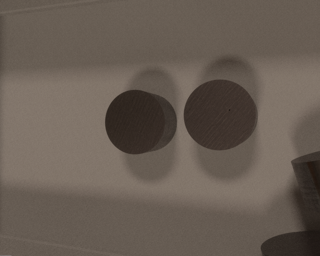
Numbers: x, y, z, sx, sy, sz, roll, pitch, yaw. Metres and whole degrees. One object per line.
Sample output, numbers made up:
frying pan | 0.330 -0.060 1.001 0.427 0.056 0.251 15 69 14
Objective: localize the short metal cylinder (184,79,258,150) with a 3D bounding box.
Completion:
short metal cylinder | 0.074 -0.015 0.371 0.080 0.050 0.079 0 90 19

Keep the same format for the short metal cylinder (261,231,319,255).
short metal cylinder | 0.154 0.147 0.327 0.080 0.080 0.050 -13 86 19

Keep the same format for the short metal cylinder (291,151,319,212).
short metal cylinder | 0.184 0.049 0.317 0.080 0.080 0.050 -17 84 19

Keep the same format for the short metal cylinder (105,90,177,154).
short metal cylinder | -0.024 -0.007 0.405 0.080 0.050 0.079 0 90 19
